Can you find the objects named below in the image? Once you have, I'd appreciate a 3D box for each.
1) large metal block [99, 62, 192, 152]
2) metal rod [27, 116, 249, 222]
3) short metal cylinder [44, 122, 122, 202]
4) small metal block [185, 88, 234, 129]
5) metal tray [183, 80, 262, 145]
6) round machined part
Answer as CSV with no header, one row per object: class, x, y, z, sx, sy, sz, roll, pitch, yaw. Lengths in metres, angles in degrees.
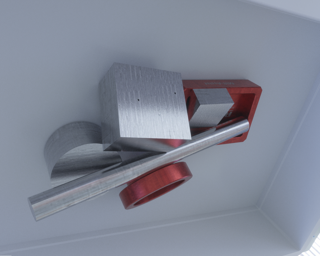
large metal block,-0.018,-0.019,0.341,0.081,0.080,0.050,3,159,-29
metal rod,-0.001,0.037,0.377,0.302,0.025,0.025,-19,127,-31
short metal cylinder,-0.091,0.039,0.365,0.081,0.050,0.079,-14,125,-21
small metal block,0.058,-0.025,0.397,0.050,0.025,0.050,-5,147,-26
metal tray,0.073,-0.020,0.432,0.131,0.030,0.089,-5,121,-27
round machined part,-0.010,0.068,0.413,0.099,0.042,0.098,-25,164,-8
